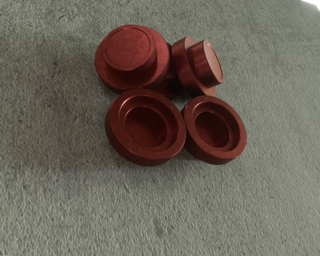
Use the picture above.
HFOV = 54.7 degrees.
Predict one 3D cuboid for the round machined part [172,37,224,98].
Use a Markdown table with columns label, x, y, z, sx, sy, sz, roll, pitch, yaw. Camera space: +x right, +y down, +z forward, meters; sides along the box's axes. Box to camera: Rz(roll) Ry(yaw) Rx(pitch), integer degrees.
| label | x | y | z | sx | sy | sz | roll | pitch | yaw |
| --- | --- | --- | --- | --- | --- | --- | --- | --- | --- |
| round machined part | 0.061 | -0.090 | 0.456 | 0.098 | 0.042 | 0.098 | 41 | 38 | -42 |

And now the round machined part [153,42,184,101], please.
| label | x | y | z | sx | sy | sz | roll | pitch | yaw |
| --- | --- | --- | --- | --- | --- | --- | --- | --- | --- |
| round machined part | -0.003 | -0.088 | 0.447 | 0.099 | 0.042 | 0.098 | 14 | 56 | -21 |

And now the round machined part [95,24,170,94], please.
| label | x | y | z | sx | sy | sz | roll | pitch | yaw |
| --- | --- | --- | --- | --- | --- | --- | --- | --- | --- |
| round machined part | -0.037 | -0.094 | 0.402 | 0.099 | 0.042 | 0.098 | -2 | 69 | 6 |

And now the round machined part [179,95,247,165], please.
| label | x | y | z | sx | sy | sz | roll | pitch | yaw |
| --- | --- | --- | --- | --- | --- | --- | --- | --- | --- |
| round machined part | 0.067 | 0.006 | 0.428 | 0.099 | 0.042 | 0.098 | 14 | 56 | -21 |

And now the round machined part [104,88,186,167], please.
| label | x | y | z | sx | sy | sz | roll | pitch | yaw |
| --- | --- | --- | --- | --- | --- | --- | --- | --- | --- |
| round machined part | -0.021 | 0.003 | 0.383 | 0.099 | 0.042 | 0.098 | 14 | 56 | -21 |
